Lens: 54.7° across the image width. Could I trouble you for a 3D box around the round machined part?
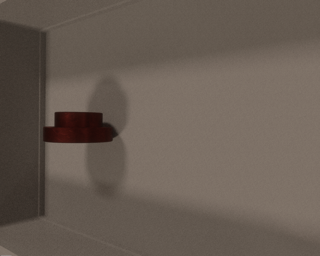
[{"bbox_3d":[-0.119,-0.002,0.455,0.098,0.099,0.042,1,91,39],"label":"round machined part"}]
